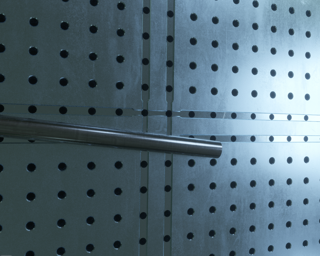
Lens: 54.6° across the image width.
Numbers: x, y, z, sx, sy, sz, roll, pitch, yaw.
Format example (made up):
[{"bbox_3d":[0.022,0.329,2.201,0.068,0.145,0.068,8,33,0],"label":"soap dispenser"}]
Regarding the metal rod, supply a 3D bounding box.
[{"bbox_3d":[-0.059,0.013,0.390,0.302,0.025,0.025,7,88,-20],"label":"metal rod"}]
